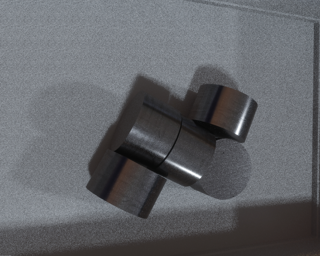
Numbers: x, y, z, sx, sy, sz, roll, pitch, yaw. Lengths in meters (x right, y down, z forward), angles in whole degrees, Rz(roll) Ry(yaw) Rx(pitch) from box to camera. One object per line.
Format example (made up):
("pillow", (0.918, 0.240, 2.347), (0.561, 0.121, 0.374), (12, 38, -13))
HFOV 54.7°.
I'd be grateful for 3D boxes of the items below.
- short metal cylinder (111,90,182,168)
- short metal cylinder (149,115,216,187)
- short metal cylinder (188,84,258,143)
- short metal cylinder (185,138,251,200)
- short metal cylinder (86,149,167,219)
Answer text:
("short metal cylinder", (-0.018, 0.002, 0.374), (0.050, 0.080, 0.080), (27, 81, -18))
("short metal cylinder", (0.025, 0.027, 0.391), (0.050, 0.080, 0.080), (28, 81, -18))
("short metal cylinder", (0.082, -0.018, 0.411), (0.080, 0.080, 0.050), (24, 82, -19))
("short metal cylinder", (0.076, 0.053, 0.425), (0.081, 0.050, 0.079), (0, 90, -21))
("short metal cylinder", (-0.039, 0.065, 0.366), (0.080, 0.080, 0.050), (31, 80, -18))
